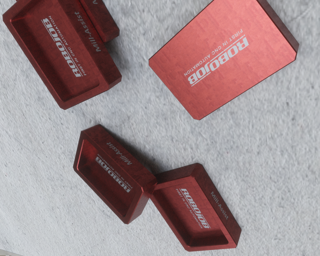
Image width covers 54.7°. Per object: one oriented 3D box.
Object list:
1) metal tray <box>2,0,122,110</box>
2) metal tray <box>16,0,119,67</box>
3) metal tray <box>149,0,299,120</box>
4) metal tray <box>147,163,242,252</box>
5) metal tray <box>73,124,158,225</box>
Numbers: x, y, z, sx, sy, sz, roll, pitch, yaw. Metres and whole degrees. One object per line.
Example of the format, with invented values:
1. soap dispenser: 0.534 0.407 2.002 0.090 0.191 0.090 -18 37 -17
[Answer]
1. metal tray: -0.114 -0.094 0.364 0.090 0.030 0.130 -18 109 34
2. metal tray: -0.119 -0.148 0.372 0.090 0.030 0.130 -21 108 35
3. metal tray: 0.061 -0.076 0.324 0.130 0.030 0.090 -34 100 38
4. metal tray: 0.048 0.120 0.450 0.090 0.030 0.130 -22 107 35
5. metal tray: -0.071 0.068 0.458 0.130 0.030 0.089 40 131 21
